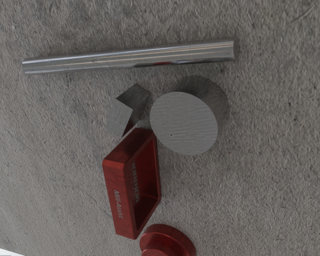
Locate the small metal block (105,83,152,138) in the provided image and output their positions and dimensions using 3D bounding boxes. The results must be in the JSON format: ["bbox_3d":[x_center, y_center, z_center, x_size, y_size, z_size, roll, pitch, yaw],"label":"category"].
[{"bbox_3d":[-0.040,-0.023,0.398,0.025,0.050,0.050,33,129,7],"label":"small metal block"}]

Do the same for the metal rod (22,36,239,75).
[{"bbox_3d":[-0.056,-0.085,0.383,0.300,0.025,0.025,2,119,27],"label":"metal rod"}]

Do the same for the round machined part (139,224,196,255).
[{"bbox_3d":[0.008,0.214,0.524,0.098,0.042,0.097,13,124,21],"label":"round machined part"}]

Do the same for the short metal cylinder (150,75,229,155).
[{"bbox_3d":[0.035,-0.015,0.363,0.080,0.050,0.079,13,124,21],"label":"short metal cylinder"}]

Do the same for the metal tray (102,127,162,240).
[{"bbox_3d":[-0.033,0.076,0.429,0.030,0.090,0.129,10,123,23],"label":"metal tray"}]
